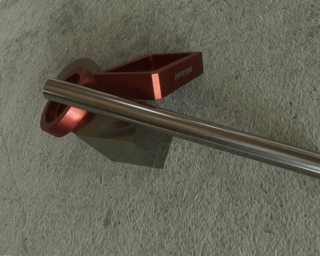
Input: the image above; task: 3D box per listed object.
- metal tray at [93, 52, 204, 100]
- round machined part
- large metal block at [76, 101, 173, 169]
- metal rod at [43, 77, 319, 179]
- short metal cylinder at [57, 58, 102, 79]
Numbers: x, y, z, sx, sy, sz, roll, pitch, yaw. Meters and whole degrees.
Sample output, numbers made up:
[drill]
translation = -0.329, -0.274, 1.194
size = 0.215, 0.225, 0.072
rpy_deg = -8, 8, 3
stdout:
[metal tray]
translation = -0.010, -0.071, 0.400
size = 0.090, 0.030, 0.131
rpy_deg = 5, 24, 30
[round machined part]
translation = -0.113, -0.030, 0.414
size = 0.098, 0.042, 0.098
rpy_deg = -30, 42, 32
[large metal block]
translation = -0.040, 0.008, 0.384
size = 0.080, 0.080, 0.050
rpy_deg = 5, 64, 30
[metal rod]
translation = 0.022, -0.002, 0.318
size = 0.301, 0.025, 0.025
rpy_deg = 16, 68, 8
[short metal cylinder]
translation = -0.119, -0.063, 0.488
size = 0.080, 0.050, 0.080
rpy_deg = -13, 56, 20
